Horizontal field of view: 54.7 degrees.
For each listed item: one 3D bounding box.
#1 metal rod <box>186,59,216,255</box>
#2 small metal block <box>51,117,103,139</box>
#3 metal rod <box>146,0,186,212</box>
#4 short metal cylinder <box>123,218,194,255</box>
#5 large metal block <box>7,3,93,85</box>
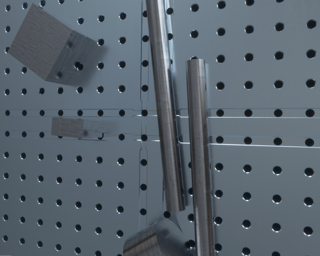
[{"bbox_3d":[0.053,0.064,0.393,0.025,0.025,0.298,-3,89,19],"label":"metal rod"},{"bbox_3d":[-0.116,-0.001,0.439,0.050,0.050,0.025,5,92,19],"label":"small metal block"},{"bbox_3d":[0.006,-0.042,0.409,0.025,0.025,0.298,-6,88,19],"label":"metal rod"},{"bbox_3d":[0.000,0.160,0.383,0.050,0.080,0.080,-35,79,16],"label":"short metal cylinder"},{"bbox_3d":[-0.160,-0.120,0.454,0.080,0.050,0.080,36,101,16],"label":"large metal block"}]
